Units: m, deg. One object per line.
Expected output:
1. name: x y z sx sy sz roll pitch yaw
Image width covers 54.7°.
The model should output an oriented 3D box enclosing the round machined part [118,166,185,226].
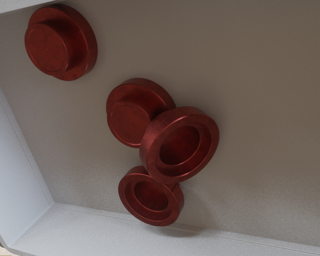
1. round machined part: -0.009 0.095 0.462 0.098 0.042 0.097 13 124 21

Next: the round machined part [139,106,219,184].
1. round machined part: 0.019 0.017 0.374 0.042 0.099 0.097 47 143 47

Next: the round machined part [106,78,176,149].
1. round machined part: -0.029 -0.012 0.406 0.098 0.042 0.097 13 124 21

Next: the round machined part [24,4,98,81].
1. round machined part: -0.135 -0.107 0.403 0.098 0.042 0.097 13 124 21
